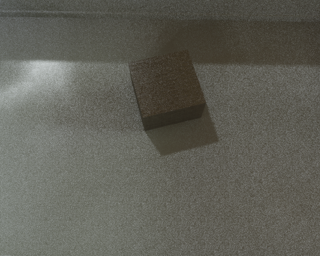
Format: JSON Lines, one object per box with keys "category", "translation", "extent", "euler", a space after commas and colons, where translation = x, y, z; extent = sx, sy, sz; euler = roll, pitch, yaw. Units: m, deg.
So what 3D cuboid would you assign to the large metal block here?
{"category": "large metal block", "translation": [0.008, -0.050, 0.415], "extent": [0.081, 0.050, 0.080], "euler": [-14, 71, -5]}
